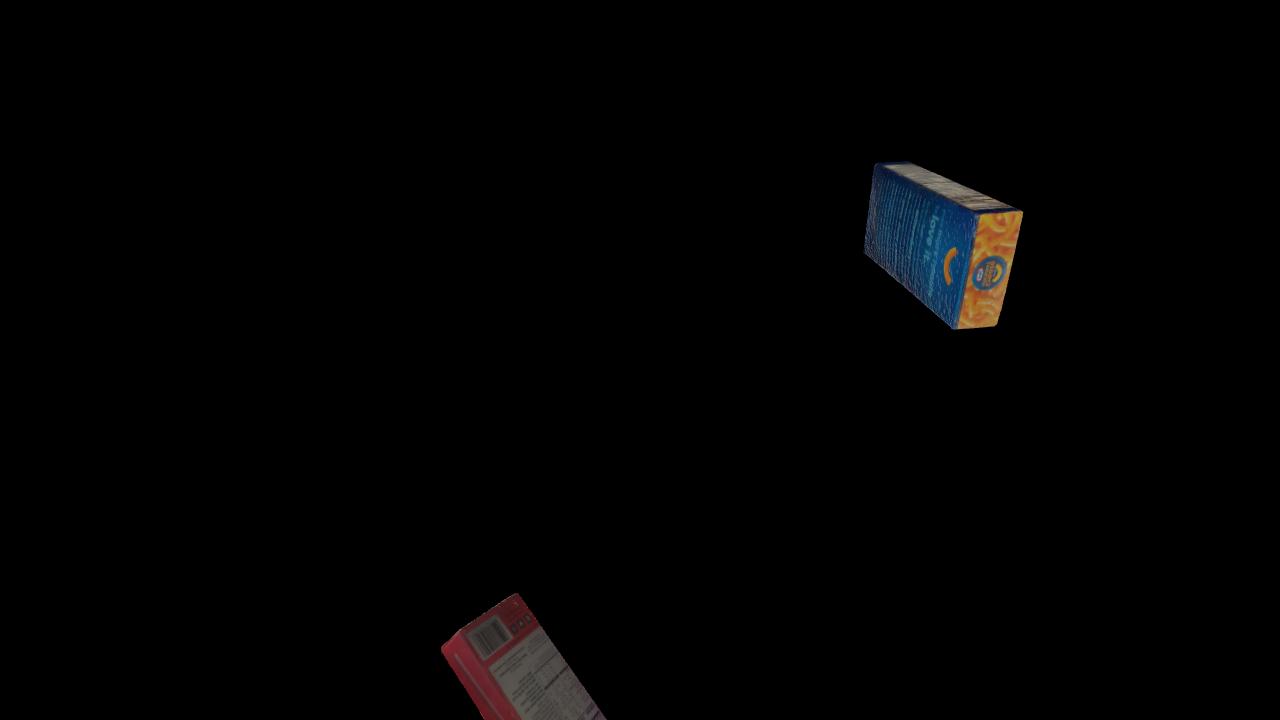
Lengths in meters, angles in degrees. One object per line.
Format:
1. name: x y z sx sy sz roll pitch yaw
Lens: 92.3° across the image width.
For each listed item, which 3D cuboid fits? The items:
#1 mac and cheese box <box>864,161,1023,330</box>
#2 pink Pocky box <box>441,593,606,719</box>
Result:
1. mac and cheese box: 0.248 -0.107 0.529 0.041 0.093 0.184 -4 29 -2
2. pink Pocky box: -0.082 0.267 0.482 0.029 0.155 0.084 -44 -14 15
